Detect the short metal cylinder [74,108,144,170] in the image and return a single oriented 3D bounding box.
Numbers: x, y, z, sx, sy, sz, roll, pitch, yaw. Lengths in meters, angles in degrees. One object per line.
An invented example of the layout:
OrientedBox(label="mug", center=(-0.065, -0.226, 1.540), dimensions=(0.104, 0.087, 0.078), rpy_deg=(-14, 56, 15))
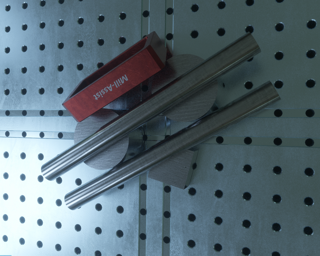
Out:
OrientedBox(label="short metal cylinder", center=(-0.068, 0.014, 0.422), dimensions=(0.080, 0.050, 0.079), rpy_deg=(0, 90, 19))

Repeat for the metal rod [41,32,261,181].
OrientedBox(label="metal rod", center=(-0.024, -0.016, 0.366), dimensions=(0.300, 0.025, 0.025), rpy_deg=(-31, 80, 17))

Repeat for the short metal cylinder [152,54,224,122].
OrientedBox(label="short metal cylinder", center=(0.036, -0.047, 0.386), dimensions=(0.080, 0.050, 0.079), rpy_deg=(0, 90, 19))

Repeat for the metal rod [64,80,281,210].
OrientedBox(label="metal rod", center=(0.002, 0.030, 0.383), dimensions=(0.300, 0.025, 0.025), rpy_deg=(-30, 81, 17))

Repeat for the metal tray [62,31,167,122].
OrientedBox(label="metal tray", center=(-0.054, -0.067, 0.395), dimensions=(0.130, 0.090, 0.030), rpy_deg=(-30, 112, 17))

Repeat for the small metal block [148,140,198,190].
OrientedBox(label="small metal block", center=(0.017, 0.047, 0.405), dimensions=(0.050, 0.025, 0.050), rpy_deg=(16, 95, 19))
